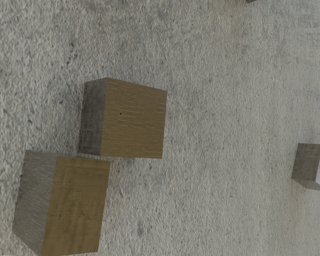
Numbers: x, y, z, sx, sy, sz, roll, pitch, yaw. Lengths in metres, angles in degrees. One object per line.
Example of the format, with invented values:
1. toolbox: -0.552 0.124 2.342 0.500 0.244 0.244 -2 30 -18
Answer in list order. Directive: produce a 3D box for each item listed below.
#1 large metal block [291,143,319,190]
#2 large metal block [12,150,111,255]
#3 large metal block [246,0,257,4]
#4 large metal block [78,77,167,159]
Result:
1. large metal block: 0.333 0.085 0.667 0.080 0.050 0.080 29 72 -36
2. large metal block: -0.094 0.065 0.290 0.050 0.080 0.080 12 82 -40
3. large metal block: 0.170 -0.277 0.530 0.080 0.050 0.080 50 61 -28
4. large metal block: -0.041 -0.008 0.354 0.081 0.050 0.080 8 85 -40
